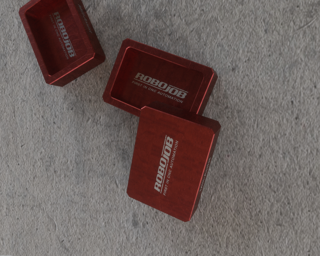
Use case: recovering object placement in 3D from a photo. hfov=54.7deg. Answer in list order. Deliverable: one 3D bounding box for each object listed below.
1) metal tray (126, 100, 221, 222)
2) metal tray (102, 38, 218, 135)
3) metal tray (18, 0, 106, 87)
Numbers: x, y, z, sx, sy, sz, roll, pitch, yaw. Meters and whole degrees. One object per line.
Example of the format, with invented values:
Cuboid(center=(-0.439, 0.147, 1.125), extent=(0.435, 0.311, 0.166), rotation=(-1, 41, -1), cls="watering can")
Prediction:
Cuboid(center=(0.013, 0.041, 0.381), extent=(0.090, 0.030, 0.129), rotation=(20, 115, 18), cls="metal tray")
Cuboid(center=(-0.002, -0.054, 0.406), extent=(0.130, 0.030, 0.089), rotation=(24, 98, 18), cls="metal tray")
Cuboid(center=(-0.146, -0.138, 0.457), extent=(0.090, 0.030, 0.129), rotation=(-26, 82, 18), cls="metal tray")
